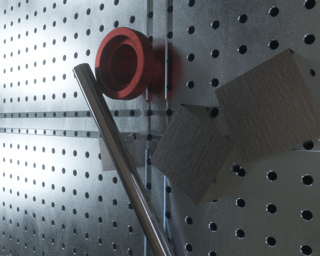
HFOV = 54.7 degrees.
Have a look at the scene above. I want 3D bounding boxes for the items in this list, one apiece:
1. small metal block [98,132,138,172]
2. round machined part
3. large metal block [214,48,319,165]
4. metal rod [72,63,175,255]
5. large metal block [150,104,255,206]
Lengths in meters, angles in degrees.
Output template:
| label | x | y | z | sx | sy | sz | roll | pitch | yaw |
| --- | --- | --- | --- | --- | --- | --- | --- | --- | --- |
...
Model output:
| label | x | y | z | sx | sy | sz | roll | pitch | yaw |
| --- | --- | --- | --- | --- | --- | --- | --- | --- | --- |
| small metal block | -0.063 | 0.036 | 0.461 | 0.050 | 0.025 | 0.050 | -16 | 80 | 39 |
| round machined part | -0.044 | -0.087 | 0.435 | 0.098 | 0.042 | 0.097 | 0 | 90 | 40 |
| large metal block | 0.112 | -0.017 | 0.301 | 0.080 | 0.050 | 0.080 | -29 | 72 | 36 |
| metal rod | -0.050 | 0.048 | 0.421 | 0.025 | 0.025 | 0.299 | -31 | 80 | 36 |
| large metal block | 0.047 | 0.028 | 0.355 | 0.080 | 0.050 | 0.079 | 40 | 114 | 32 |
